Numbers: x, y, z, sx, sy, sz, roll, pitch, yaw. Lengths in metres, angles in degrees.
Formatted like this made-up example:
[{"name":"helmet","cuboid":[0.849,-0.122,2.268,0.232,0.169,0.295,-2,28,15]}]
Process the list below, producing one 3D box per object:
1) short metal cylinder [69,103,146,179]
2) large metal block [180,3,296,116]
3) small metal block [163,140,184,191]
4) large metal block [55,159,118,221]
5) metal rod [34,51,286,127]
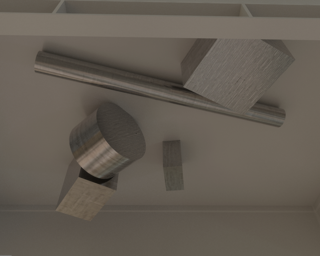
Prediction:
[{"name":"short metal cylinder","cuboid":[-0.064,0.016,0.386,0.050,0.080,0.080,-35,122,26]},{"name":"large metal block","cuboid":[0.079,-0.071,0.333,0.080,0.050,0.080,23,126,-19]},{"name":"small metal block","cuboid":[0.019,0.053,0.438,0.025,0.050,0.050,-5,130,3]},{"name":"large metal block","cuboid":[-0.097,0.068,0.430,0.050,0.080,0.080,25,125,-20]},{"name":"metal rod","cuboid":[0.010,-0.043,0.372,0.302,0.025,0.025,12,129,-11]}]
